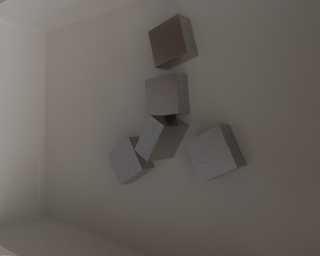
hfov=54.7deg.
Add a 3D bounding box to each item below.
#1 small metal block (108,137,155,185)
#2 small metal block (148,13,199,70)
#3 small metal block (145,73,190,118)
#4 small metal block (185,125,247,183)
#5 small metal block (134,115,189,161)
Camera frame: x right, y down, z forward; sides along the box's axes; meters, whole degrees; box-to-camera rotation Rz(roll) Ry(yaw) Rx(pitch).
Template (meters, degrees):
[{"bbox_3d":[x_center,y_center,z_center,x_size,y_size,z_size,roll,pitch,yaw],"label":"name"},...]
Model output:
[{"bbox_3d":[-0.042,0.046,0.439,0.050,0.025,0.050,-38,67,33],"label":"small metal block"},{"bbox_3d":[0.016,-0.107,0.392,0.050,0.025,0.050,-19,78,38],"label":"small metal block"},{"bbox_3d":[0.009,-0.040,0.397,0.050,0.025,0.050,-6,86,39],"label":"small metal block"},{"bbox_3d":[0.063,0.029,0.354,0.050,0.025,0.050,-32,70,35],"label":"small metal block"},{"bbox_3d":[0.003,0.012,0.387,0.025,0.050,0.050,39,114,33],"label":"small metal block"}]
